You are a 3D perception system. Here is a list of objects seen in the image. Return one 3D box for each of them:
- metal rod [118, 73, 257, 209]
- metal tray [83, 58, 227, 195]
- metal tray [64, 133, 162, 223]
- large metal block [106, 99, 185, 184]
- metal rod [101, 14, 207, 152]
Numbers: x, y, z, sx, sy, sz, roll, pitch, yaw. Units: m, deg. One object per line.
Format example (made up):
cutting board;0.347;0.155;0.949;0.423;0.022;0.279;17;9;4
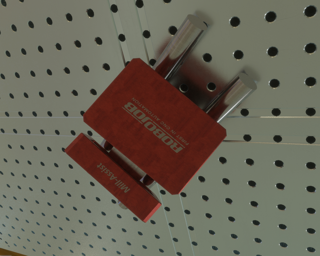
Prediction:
metal rod;0.017;0.037;0.424;0.025;0.025;0.298;41;129;0
metal tray;-0.005;-0.002;0.341;0.130;0.030;0.090;40;85;0
metal tray;-0.060;0.062;0.410;0.130;0.030;0.090;42;173;-2
large metal block;-0.016;0.016;0.392;0.050;0.080;0.080;41;129;0
metal rod;-0.036;-0.021;0.416;0.025;0.025;0.298;40;129;0
